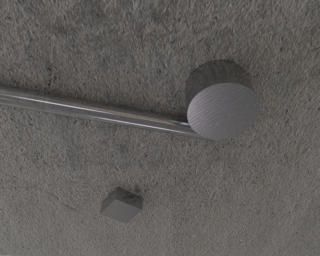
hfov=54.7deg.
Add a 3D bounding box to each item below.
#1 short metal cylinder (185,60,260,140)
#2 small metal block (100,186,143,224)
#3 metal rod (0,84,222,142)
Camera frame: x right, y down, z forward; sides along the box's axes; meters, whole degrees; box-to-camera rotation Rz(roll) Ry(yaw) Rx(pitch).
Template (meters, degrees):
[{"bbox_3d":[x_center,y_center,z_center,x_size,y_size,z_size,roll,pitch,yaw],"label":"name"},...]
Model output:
[{"bbox_3d":[0.071,-0.033,0.364,0.081,0.050,0.079,0,130,0],"label":"short metal cylinder"},{"bbox_3d":[-0.064,0.130,0.517,0.050,0.025,0.050,29,124,-23],"label":"small metal block"},{"bbox_3d":[-0.065,-0.018,0.390,0.302,0.025,0.025,10,129,-9],"label":"metal rod"}]
